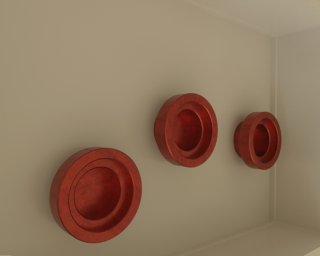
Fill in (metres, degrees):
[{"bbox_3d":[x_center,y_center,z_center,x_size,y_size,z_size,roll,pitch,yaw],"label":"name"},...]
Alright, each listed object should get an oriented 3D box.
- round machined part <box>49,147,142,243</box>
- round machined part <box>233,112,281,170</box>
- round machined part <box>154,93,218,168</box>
[{"bbox_3d":[-0.071,0.069,0.336,0.099,0.042,0.097,0,90,-40],"label":"round machined part"},{"bbox_3d":[0.164,0.021,0.533,0.099,0.042,0.097,0,90,-40],"label":"round machined part"},{"bbox_3d":[0.031,0.003,0.421,0.099,0.042,0.097,0,90,-40],"label":"round machined part"}]
